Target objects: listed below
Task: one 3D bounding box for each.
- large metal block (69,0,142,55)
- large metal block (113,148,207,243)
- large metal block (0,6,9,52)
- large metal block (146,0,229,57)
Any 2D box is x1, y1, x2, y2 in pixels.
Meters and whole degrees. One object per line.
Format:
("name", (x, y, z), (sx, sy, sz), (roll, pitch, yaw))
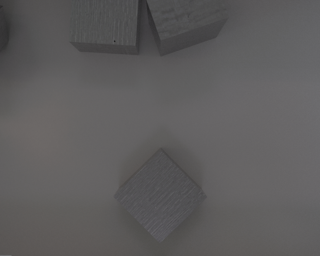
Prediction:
("large metal block", (-0.067, -0.141, 0.398), (0.080, 0.050, 0.080), (3, 90, 0))
("large metal block", (0.000, 0.083, 0.399), (0.080, 0.050, 0.080), (-44, 90, 0))
("large metal block", (-0.242, -0.114, 0.371), (0.081, 0.080, 0.050), (9, 134, -7))
("large metal block", (0.031, -0.134, 0.384), (0.080, 0.080, 0.050), (-19, 90, 0))
